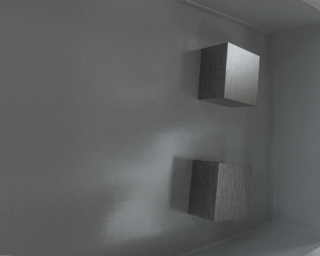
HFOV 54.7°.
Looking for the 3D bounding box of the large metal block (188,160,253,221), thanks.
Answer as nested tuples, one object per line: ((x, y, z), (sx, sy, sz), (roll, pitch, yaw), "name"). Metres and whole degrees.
((0.092, 0.092, 0.467), (0.081, 0.050, 0.080), (10, 84, -40), "large metal block")

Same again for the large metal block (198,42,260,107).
((0.108, -0.078, 0.480), (0.081, 0.050, 0.080), (8, 85, -40), "large metal block")
